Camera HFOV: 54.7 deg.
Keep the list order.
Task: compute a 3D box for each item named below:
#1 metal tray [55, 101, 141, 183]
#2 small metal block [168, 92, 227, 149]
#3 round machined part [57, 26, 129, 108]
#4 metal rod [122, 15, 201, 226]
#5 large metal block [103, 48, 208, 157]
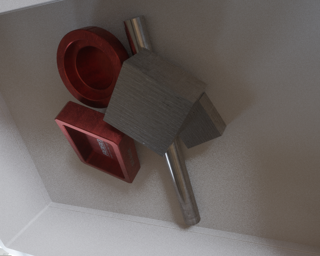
[{"bbox_3d":[-0.079,0.024,0.426,0.090,0.030,0.129,21,152,15],"label":"metal tray"},{"bbox_3d":[0.045,-0.008,0.379,0.050,0.025,0.050,-26,105,36],"label":"small metal block"},{"bbox_3d":[-0.076,-0.077,0.386,0.098,0.042,0.097,13,122,23],"label":"round machined part"},{"bbox_3d":[0.009,0.008,0.407,0.025,0.025,0.298,-3,117,29],"label":"metal rod"},{"bbox_3d":[-0.006,-0.028,0.344,0.080,0.050,0.079,32,127,6],"label":"large metal block"}]
